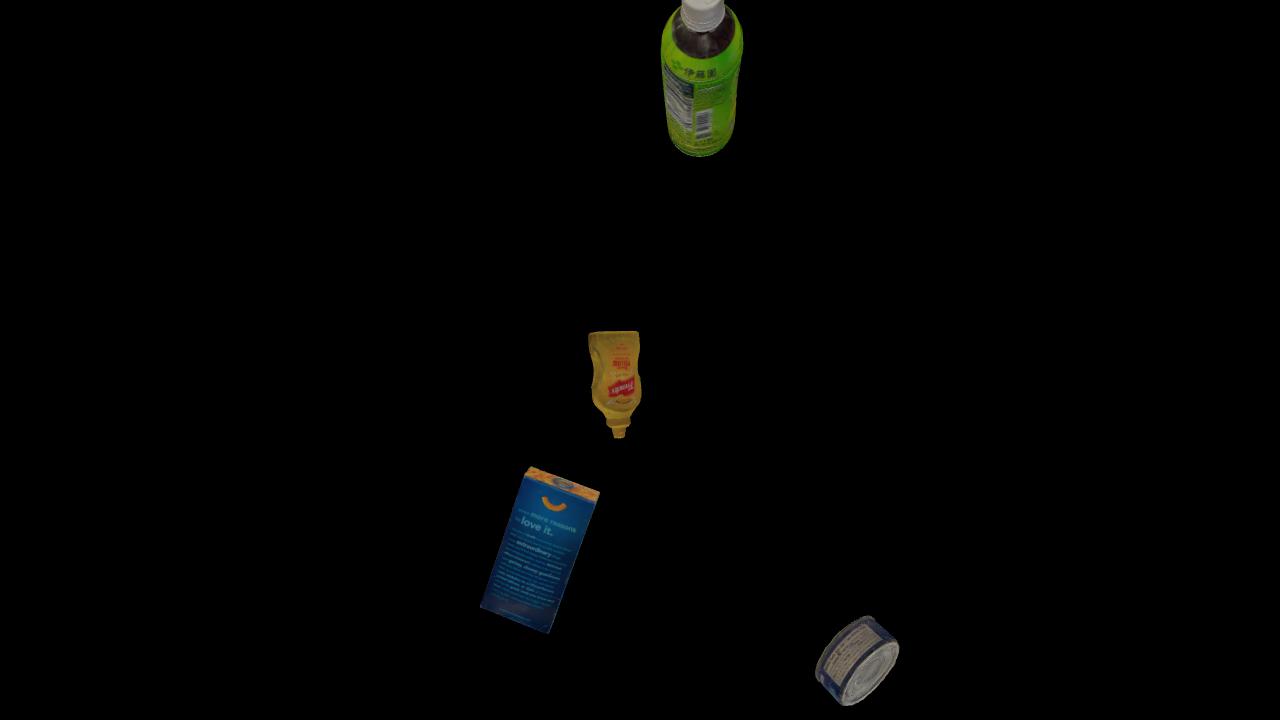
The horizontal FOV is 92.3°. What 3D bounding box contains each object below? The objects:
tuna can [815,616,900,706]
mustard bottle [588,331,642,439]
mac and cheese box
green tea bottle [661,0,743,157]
[{"bbox_3d":[0.215,0.297,0.605,0.084,0.084,0.034,0,25,-35],"label":"tuna can"},{"bbox_3d":[-0.040,0.043,1.052,0.092,0.184,0.054,-3,0,-35],"label":"mustard bottle"},{"bbox_3d":[-0.121,0.230,0.743,0.093,0.184,0.041,21,12,3],"label":"mac and cheese box"},{"bbox_3d":[0.054,-0.252,0.540,0.073,0.073,0.212,0,-4,4],"label":"green tea bottle"}]
